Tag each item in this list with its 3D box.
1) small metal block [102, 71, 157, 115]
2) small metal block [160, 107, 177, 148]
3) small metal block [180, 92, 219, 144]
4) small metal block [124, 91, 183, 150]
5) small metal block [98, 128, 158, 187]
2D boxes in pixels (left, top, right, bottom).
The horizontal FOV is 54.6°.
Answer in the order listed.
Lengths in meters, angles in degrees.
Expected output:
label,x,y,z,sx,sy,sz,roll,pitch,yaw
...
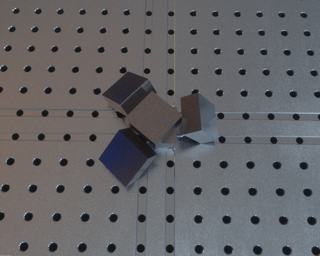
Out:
label,x,y,z,sx,sy,sz,roll,pitch,yaw
small metal block,-0.041,-0.046,0.415,0.050,0.025,0.050,-45,40,-15
small metal block,-0.003,-0.001,0.412,0.050,0.025,0.050,1,73,0
small metal block,0.051,-0.011,0.400,0.025,0.050,0.050,-15,67,30
small metal block,-0.008,-0.009,0.388,0.050,0.025,0.050,40,74,12
small metal block,-0.040,0.036,0.385,0.050,0.025,0.050,43,113,14
